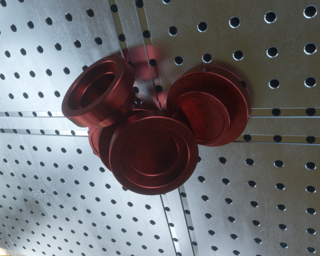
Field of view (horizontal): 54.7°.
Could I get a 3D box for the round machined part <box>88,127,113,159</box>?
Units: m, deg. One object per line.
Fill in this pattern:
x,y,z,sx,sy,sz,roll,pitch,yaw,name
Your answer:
-0.061,0.014,0.440,0.098,0.042,0.097,13,124,20,round machined part

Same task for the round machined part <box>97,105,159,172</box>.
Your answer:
-0.030,0.023,0.398,0.099,0.042,0.097,-4,110,-10,round machined part

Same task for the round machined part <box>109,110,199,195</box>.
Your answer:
-0.009,0.025,0.357,0.099,0.042,0.097,-3,113,-7,round machined part

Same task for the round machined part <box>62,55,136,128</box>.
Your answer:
-0.069,-0.040,0.381,0.098,0.098,0.042,-13,137,33,round machined part

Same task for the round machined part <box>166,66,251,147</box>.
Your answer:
0.052,-0.019,0.360,0.098,0.042,0.097,13,124,20,round machined part
